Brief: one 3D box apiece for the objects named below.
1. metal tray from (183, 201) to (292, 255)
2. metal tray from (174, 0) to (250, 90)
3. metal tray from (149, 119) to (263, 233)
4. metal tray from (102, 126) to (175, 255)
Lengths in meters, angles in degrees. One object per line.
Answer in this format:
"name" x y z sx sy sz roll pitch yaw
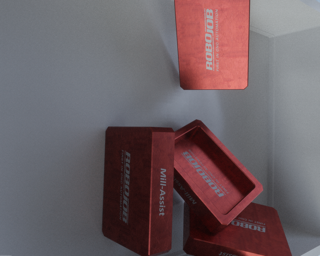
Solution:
"metal tray" 0.098 0.134 0.412 0.131 0.090 0.030 14 120 -3
"metal tray" 0.069 -0.116 0.403 0.030 0.090 0.129 -59 147 -61
"metal tray" 0.060 0.057 0.406 0.091 0.030 0.130 -28 69 -37
"metal tray" -0.026 0.063 0.343 0.030 0.090 0.129 3 88 -40
